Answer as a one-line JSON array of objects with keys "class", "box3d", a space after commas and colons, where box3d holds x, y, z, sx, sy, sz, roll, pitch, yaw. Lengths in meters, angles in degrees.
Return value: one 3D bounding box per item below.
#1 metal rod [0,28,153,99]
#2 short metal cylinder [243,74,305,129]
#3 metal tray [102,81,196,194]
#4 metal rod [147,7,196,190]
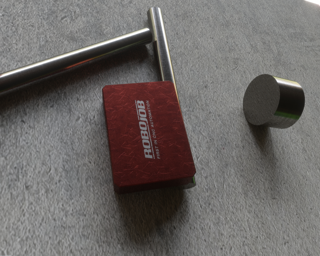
[{"class": "metal rod", "box3d": [-0.121, -0.079, 0.386, 0.302, 0.025, 0.025, -32, 80, -38]}, {"class": "short metal cylinder", "box3d": [0.177, -0.041, 0.489, 0.050, 0.080, 0.080, 8, 59, -24]}, {"class": "metal tray", "box3d": [-0.017, 0.007, 0.371, 0.091, 0.030, 0.130, -6, 64, -12]}, {"class": "metal rod", "box3d": [0.011, -0.060, 0.446, 0.025, 0.025, 0.299, 6, 59, -26]}]
